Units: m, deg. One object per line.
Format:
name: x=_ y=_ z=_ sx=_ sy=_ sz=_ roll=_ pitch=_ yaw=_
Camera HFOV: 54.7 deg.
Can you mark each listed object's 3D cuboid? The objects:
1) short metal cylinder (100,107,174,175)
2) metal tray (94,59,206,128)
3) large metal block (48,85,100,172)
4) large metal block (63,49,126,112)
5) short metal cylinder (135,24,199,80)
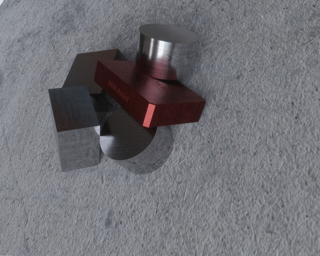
short metal cylinder: x=-0.029 y=0.014 z=0.397 sx=0.080 sy=0.050 sz=0.080 roll=-13 pitch=56 yaw=21
metal tray: x=-0.016 y=-0.049 z=0.404 sx=0.130 sy=0.091 sz=0.030 roll=41 pitch=125 yaw=39
large metal block: x=-0.117 y=0.000 z=0.422 sx=0.050 sy=0.079 sz=0.080 roll=-10 pitch=49 yaw=-21
large metal block: x=-0.097 y=-0.072 z=0.481 sx=0.080 sy=0.050 sz=0.080 roll=1 pitch=62 yaw=28
short metal cylinder: x=0.008 y=-0.106 z=0.425 sx=0.081 sy=0.050 sz=0.080 roll=7 pitch=33 yaw=-4
